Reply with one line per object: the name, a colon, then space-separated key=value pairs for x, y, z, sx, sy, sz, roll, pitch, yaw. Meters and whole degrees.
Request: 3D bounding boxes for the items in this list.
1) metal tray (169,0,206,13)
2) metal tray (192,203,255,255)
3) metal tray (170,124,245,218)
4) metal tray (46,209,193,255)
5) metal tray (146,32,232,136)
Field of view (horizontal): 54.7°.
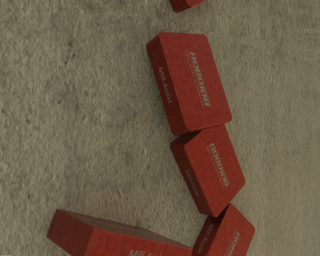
metal tray: x=0.034 y=-0.240 z=0.432 sx=0.091 sy=0.030 sz=0.129 roll=-38 pitch=114 yaw=-33
metal tray: x=0.095 y=0.193 z=0.485 sx=0.090 sy=0.030 sz=0.130 roll=47 pitch=62 yaw=-30
metal tray: x=0.076 y=0.056 z=0.468 sx=0.091 sy=0.030 sz=0.129 roll=-38 pitch=113 yaw=-34
metal tray: x=-0.040 y=0.123 z=0.330 sx=0.131 sy=0.090 sz=0.030 roll=27 pitch=73 yaw=-37
metal tray: x=0.041 y=-0.061 z=0.417 sx=0.091 sy=0.030 sz=0.129 roll=-12 pitch=83 yaw=-39
